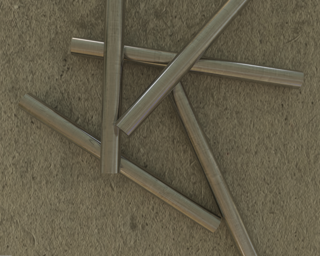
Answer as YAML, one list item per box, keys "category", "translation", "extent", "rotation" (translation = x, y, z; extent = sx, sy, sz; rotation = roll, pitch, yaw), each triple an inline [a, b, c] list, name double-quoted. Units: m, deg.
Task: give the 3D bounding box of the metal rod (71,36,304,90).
- category: "metal rod"
  translation: [0.035, -0.086, 0.409]
  extent: [0.302, 0.025, 0.025]
  rotation: [9, 90, 0]

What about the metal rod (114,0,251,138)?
- category: "metal rod"
  translation: [0.053, -0.109, 0.388]
  extent: [0.025, 0.025, 0.300]
  rotation: [41, 81, 0]

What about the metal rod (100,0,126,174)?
- category: "metal rod"
  translation: [-0.057, -0.095, 0.383]
  extent: [0.025, 0.025, 0.298]
  rotation: [2, 90, 0]

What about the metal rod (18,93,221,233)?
- category: "metal rod"
  translation: [-0.052, 0.046, 0.409]
  extent: [0.301, 0.025, 0.025]
  rotation: [33, 90, 0]

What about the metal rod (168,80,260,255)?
- category: "metal rod"
  translation: [0.076, 0.074, 0.410]
  extent: [0.025, 0.025, 0.299]
  rotation: [-24, 90, 0]
